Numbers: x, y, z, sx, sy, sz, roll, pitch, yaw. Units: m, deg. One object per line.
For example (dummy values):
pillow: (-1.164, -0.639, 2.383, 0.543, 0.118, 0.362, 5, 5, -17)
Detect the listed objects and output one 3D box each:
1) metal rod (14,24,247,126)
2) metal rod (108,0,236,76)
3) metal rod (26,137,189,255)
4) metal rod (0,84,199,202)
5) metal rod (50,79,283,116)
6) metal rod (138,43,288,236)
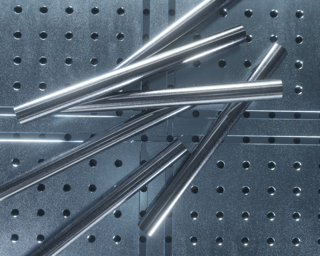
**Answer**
metal rod: (-0.029, -0.070, 0.391, 0.302, 0.025, 0.025, -22, 90, -9)
metal rod: (0.043, -0.143, 0.413, 0.300, 0.025, 0.025, -37, 90, 0)
metal rod: (-0.087, 0.115, 0.412, 0.300, 0.025, 0.025, -38, 90, 0)
metal rod: (-0.078, 0.019, 0.412, 0.301, 0.025, 0.025, -26, 90, 0)
metal rod: (-0.005, -0.037, 0.392, 0.301, 0.025, 0.025, -4, 90, 8)
metal rod: (0.070, 0.015, 0.413, 0.025, 0.025, 0.300, 37, 90, 0)
